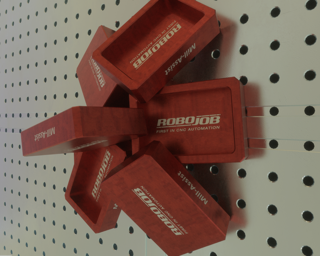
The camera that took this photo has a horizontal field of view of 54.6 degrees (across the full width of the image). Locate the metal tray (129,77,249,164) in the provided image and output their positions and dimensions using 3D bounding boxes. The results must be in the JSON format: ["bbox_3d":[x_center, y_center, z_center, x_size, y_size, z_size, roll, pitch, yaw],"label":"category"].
[{"bbox_3d":[0.031,-0.005,0.358,0.130,0.030,0.090,-4,87,22],"label":"metal tray"}]

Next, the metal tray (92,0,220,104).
[{"bbox_3d":[-0.006,-0.101,0.368,0.130,0.030,0.090,-45,57,-7],"label":"metal tray"}]

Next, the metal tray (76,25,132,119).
[{"bbox_3d":[-0.079,-0.078,0.451,0.090,0.030,0.130,-53,44,27],"label":"metal tray"}]

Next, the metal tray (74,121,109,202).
[{"bbox_3d":[-0.096,0.052,0.487,0.090,0.030,0.129,-5,86,39],"label":"metal tray"}]

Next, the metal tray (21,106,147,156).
[{"bbox_3d":[-0.090,0.006,0.358,0.130,0.091,0.030,-16,80,43],"label":"metal tray"}]

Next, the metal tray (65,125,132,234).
[{"bbox_3d":[-0.084,0.068,0.437,0.090,0.030,0.129,33,111,35],"label":"metal tray"}]

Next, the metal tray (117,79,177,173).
[{"bbox_3d":[-0.023,0.000,0.426,0.090,0.030,0.129,-6,84,38],"label":"metal tray"}]

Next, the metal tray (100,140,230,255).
[{"bbox_3d":[0.005,0.086,0.359,0.090,0.030,0.130,-36,101,35],"label":"metal tray"}]
